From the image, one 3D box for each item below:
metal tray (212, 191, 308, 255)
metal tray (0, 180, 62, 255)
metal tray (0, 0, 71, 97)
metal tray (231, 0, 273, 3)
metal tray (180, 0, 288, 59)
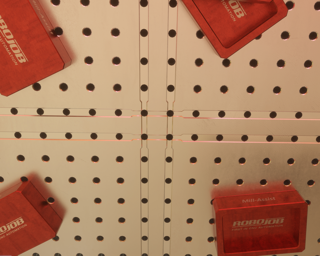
[{"bbox_3d":[0.148,0.146,0.465,0.131,0.030,0.089,-6,110,2],"label":"metal tray"},{"bbox_3d":[-0.227,0.146,0.463,0.130,0.030,0.090,-28,108,10],"label":"metal tray"},{"bbox_3d":[-0.179,-0.114,0.367,0.090,0.030,0.130,-24,109,8],"label":"metal tray"},{"bbox_3d":[0.079,-0.197,0.306,0.091,0.030,0.129,6,110,-3],"label":"metal tray"},{"bbox_3d":[0.072,-0.157,0.353,0.090,0.030,0.130,-35,107,12],"label":"metal tray"}]
